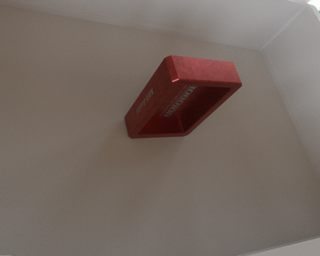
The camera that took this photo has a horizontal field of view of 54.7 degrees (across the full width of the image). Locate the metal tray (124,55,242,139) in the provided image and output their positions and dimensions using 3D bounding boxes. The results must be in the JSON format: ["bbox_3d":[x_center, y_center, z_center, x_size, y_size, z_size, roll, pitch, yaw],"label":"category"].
[{"bbox_3d":[0.022,-0.030,0.370,0.091,0.129,0.030,-1,63,-29],"label":"metal tray"}]
